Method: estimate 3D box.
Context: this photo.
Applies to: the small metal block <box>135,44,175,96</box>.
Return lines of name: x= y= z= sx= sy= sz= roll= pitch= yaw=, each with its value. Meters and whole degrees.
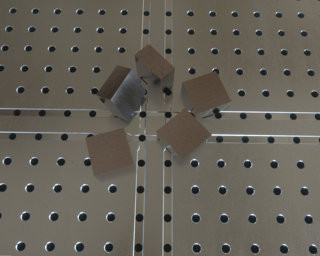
small metal block: x=-0.007 y=-0.079 z=0.427 sx=0.025 sy=0.050 sz=0.050 roll=-41 pitch=76 yaw=-14

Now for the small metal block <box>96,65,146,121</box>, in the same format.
small metal block: x=-0.050 y=-0.046 z=0.412 sx=0.025 sy=0.050 sz=0.050 roll=20 pitch=70 yaw=31

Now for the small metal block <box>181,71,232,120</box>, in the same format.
small metal block: x=0.063 y=-0.045 z=0.429 sx=0.050 sy=0.025 sz=0.050 roll=-20 pitch=71 yaw=-8

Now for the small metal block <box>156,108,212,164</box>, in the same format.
small metal block: x=0.031 y=0.011 z=0.408 sx=0.050 sy=0.025 sz=0.050 roll=-40 pitch=75 yaw=-14

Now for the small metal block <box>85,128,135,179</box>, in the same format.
small metal block: x=-0.064 y=0.033 z=0.399 sx=0.050 sy=0.025 sz=0.050 roll=-15 pitch=71 yaw=-6
